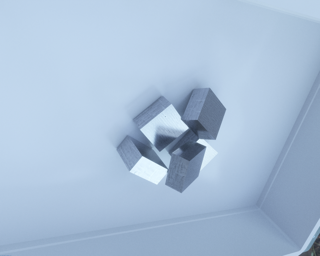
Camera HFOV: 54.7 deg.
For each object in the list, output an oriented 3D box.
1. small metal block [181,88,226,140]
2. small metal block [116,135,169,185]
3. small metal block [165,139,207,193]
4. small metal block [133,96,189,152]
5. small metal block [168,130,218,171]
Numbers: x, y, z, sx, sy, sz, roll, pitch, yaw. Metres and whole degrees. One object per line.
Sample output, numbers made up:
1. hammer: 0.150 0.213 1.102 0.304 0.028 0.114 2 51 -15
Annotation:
1. small metal block: 0.060 -0.018 0.416 0.050 0.025 0.050 43 60 -40
2. small metal block: -0.023 0.042 0.404 0.050 0.050 0.025 33 100 -39
3. small metal block: 0.035 0.050 0.411 0.050 0.025 0.050 -30 137 -52
4. small metal block: 0.002 -0.005 0.405 0.050 0.025 0.050 -40 130 -2
5. small metal block: 0.049 0.037 0.458 0.050 0.025 0.050 -46 130 4
